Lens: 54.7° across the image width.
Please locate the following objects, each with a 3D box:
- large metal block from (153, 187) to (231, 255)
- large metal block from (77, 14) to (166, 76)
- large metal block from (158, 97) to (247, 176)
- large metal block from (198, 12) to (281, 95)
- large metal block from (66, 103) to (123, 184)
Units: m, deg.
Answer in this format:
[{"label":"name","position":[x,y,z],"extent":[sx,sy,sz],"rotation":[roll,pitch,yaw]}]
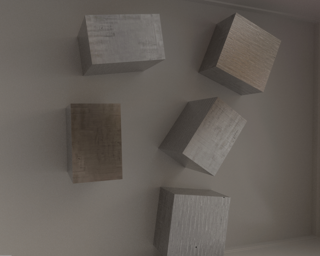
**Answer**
[{"label":"large metal block","position":[0.042,0.125,0.414],"extent":[0.081,0.050,0.080],"rotation":[8,87,-20]},{"label":"large metal block","position":[-0.049,-0.095,0.364],"extent":[0.081,0.080,0.050],"rotation":[-9,93,-20]},{"label":"large metal block","position":[0.052,0.010,0.402],"extent":[0.050,0.080,0.080],"rotation":[37,78,-17]},{"label":"large metal block","position":[0.113,-0.101,0.440],"extent":[0.080,0.050,0.080],"rotation":[24,82,-19]},{"label":"large metal block","position":[-0.078,0.014,0.353],"extent":[0.050,0.080,0.079],"rotation":[-2,91,-20]}]
